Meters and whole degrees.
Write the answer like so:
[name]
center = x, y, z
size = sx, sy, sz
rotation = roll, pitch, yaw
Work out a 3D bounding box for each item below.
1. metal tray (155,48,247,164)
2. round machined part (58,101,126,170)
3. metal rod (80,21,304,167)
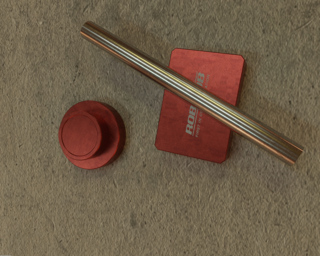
[metal tray]
center = 0.050, -0.029, 0.388
size = 0.090, 0.030, 0.129
rotation = 11, 94, 19
[round machined part]
center = -0.102, 0.010, 0.434
size = 0.098, 0.042, 0.097
rotation = 0, 90, 19
[metal rod]
center = 0.024, -0.050, 0.367
size = 0.300, 0.025, 0.025
rotation = 34, 101, 16
